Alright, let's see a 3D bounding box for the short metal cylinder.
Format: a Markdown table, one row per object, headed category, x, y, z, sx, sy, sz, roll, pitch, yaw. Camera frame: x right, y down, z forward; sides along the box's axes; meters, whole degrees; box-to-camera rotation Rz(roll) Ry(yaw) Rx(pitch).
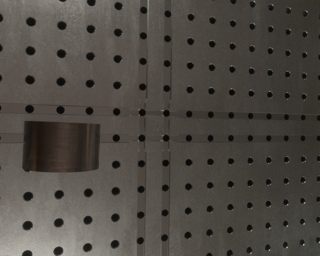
| category | x | y | z | sx | sy | sz | roll | pitch | yaw |
| --- | --- | --- | --- | --- | --- | --- | --- | --- | --- |
| short metal cylinder | -0.108 | 0.019 | 0.344 | 0.081 | 0.080 | 0.050 | 2 | 89 | -20 |
